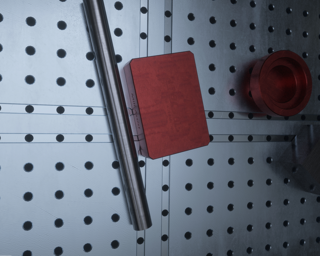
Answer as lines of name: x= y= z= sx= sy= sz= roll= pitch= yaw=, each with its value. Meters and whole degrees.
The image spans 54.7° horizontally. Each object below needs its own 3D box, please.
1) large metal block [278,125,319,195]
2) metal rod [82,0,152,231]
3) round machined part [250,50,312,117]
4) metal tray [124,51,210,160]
large metal block: x=0.251 y=0.051 z=0.495 sx=0.080 sy=0.050 sz=0.080 roll=45 pitch=76 yaw=-15
metal rod: x=-0.053 y=-0.017 z=0.393 sx=0.025 sy=0.025 sz=0.298 roll=-14 pitch=95 yaw=-20
round machined part: x=0.178 y=-0.065 z=0.471 sx=0.099 sy=0.042 sz=0.097 roll=0 pitch=90 yaw=-21
metal tray: x=0.010 y=-0.031 z=0.415 sx=0.091 sy=0.030 sz=0.129 roll=-13 pitch=95 yaw=-20
